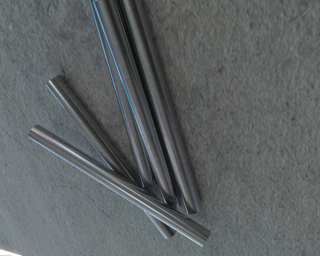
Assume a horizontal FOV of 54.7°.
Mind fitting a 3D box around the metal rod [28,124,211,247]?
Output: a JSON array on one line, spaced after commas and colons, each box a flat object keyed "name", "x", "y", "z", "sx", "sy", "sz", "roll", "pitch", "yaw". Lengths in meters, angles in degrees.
[{"name": "metal rod", "x": -0.064, "y": 0.080, "z": 0.454, "sx": 0.301, "sy": 0.025, "sz": 0.025, "roll": 30, "pitch": 128, "yaw": 8}]

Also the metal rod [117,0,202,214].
[{"name": "metal rod", "x": 0.007, "y": -0.014, "z": 0.393, "sx": 0.025, "sy": 0.025, "sz": 0.298, "roll": -4, "pitch": 117, "yaw": 29}]

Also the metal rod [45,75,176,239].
[{"name": "metal rod", "x": -0.068, "y": 0.050, "z": 0.471, "sx": 0.025, "sy": 0.025, "sz": 0.299, "roll": -27, "pitch": 104, "yaw": 37}]

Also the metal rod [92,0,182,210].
[{"name": "metal rod", "x": -0.020, "y": -0.011, "z": 0.396, "sx": 0.025, "sy": 0.025, "sz": 0.298, "roll": -1, "pitch": 122, "yaw": 28}]

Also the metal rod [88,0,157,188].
[{"name": "metal rod", "x": -0.046, "y": -0.049, "z": 0.398, "sx": 0.025, "sy": 0.025, "sz": 0.298, "roll": 1, "pitch": 119, "yaw": 27}]
